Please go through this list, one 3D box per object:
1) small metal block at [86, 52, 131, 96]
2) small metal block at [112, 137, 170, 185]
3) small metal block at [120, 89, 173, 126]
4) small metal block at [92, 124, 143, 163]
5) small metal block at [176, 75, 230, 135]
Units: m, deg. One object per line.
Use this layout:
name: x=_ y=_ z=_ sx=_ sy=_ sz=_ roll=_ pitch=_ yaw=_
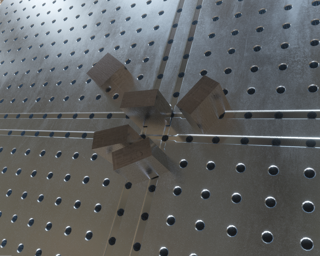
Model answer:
small metal block: x=-0.084 y=-0.089 z=0.505 sx=0.050 sy=0.025 sz=0.050 roll=-45 pitch=51 yaw=-4
small metal block: x=-0.023 y=0.042 z=0.377 sx=0.050 sy=0.050 sz=0.025 roll=-23 pitch=54 yaw=14
small metal block: x=-0.017 y=-0.026 z=0.416 sx=0.050 sy=0.050 sz=0.025 roll=-2 pitch=61 yaw=27
small metal block: x=-0.052 y=0.023 z=0.404 sx=0.050 sy=0.050 sz=0.025 roll=-13 pitch=57 yaw=21
small metal block: x=0.054 y=-0.028 z=0.380 sx=0.050 sy=0.050 sz=0.025 roll=-47 pitch=52 yaw=-5
